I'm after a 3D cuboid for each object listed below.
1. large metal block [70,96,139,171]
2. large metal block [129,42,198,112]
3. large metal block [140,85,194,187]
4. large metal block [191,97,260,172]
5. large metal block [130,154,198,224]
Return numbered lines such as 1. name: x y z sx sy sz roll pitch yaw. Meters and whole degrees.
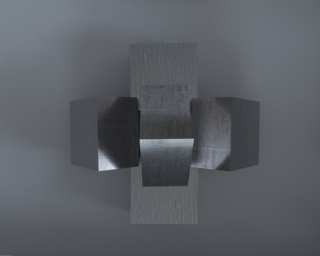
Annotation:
1. large metal block: -0.069 0.005 0.374 0.050 0.080 0.080 -2 91 -36
2. large metal block: 0.004 -0.062 0.395 0.081 0.050 0.080 -1 90 0
3. large metal block: 0.005 0.009 0.343 0.050 0.080 0.080 -1 46 -1
4. large metal block: 0.081 0.006 0.376 0.050 0.081 0.080 2 91 39
5. large metal block: 0.005 0.076 0.398 0.081 0.050 0.080 1 90 0
